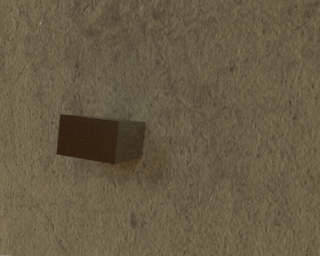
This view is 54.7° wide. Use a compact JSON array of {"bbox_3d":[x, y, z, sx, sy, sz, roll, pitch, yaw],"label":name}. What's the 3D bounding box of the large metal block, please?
[{"bbox_3d":[-0.073,0.012,0.405,0.080,0.080,0.050,7,93,19],"label":"large metal block"}]
